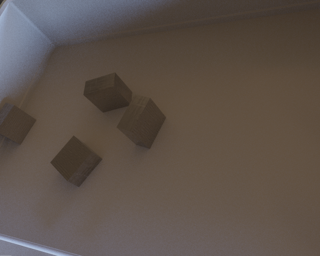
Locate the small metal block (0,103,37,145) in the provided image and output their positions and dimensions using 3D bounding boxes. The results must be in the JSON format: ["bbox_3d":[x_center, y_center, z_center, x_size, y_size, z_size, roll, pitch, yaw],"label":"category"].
[{"bbox_3d":[-0.247,-0.007,0.520,0.025,0.050,0.050,14,69,33],"label":"small metal block"}]

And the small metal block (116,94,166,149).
[{"bbox_3d":[-0.023,-0.008,0.405,0.025,0.050,0.050,15,70,34],"label":"small metal block"}]

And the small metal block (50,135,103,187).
[{"bbox_3d":[-0.118,0.046,0.437,0.050,0.025,0.050,33,80,37],"label":"small metal block"}]

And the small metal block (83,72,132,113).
[{"bbox_3d":[-0.076,-0.051,0.459,0.050,0.050,0.025,-13,57,21],"label":"small metal block"}]
